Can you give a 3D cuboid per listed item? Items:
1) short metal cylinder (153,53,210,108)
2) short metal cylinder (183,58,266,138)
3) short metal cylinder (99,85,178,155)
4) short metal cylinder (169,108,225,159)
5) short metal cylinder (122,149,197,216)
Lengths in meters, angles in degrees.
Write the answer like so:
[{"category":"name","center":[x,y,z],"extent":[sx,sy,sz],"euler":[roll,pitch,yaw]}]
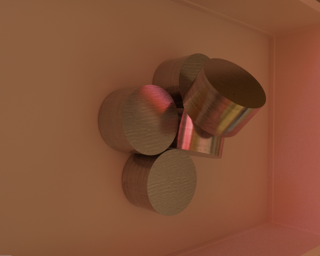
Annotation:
[{"category":"short metal cylinder","center":[0.038,-0.057,0.422],"extent":[0.081,0.050,0.079],"euler":[0,90,-40]},{"category":"short metal cylinder","center":[0.074,-0.036,0.361],"extent":[0.081,0.050,0.080],"euler":[17,44,-17]},{"category":"short metal cylinder","center":[-0.025,-0.009,0.369],"extent":[0.081,0.050,0.079],"euler":[0,90,-40]},{"category":"short metal cylinder","center":[0.045,0.009,0.409],"extent":[0.081,0.080,0.050],"euler":[17,79,-39]},{"category":"short metal cylinder","center":[0.000,0.065,0.390],"extent":[0.081,0.050,0.079],"euler":[0,90,-40]}]
